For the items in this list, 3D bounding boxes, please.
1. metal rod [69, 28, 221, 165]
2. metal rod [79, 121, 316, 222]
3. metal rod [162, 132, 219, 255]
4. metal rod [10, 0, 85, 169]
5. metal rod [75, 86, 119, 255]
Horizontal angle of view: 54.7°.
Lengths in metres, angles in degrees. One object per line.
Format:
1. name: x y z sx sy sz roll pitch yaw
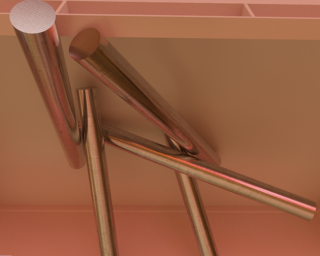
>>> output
1. metal rod: 0.014 -0.003 0.328 0.025 0.025 0.300 -22 151 17
2. metal rod: 0.037 0.047 0.385 0.301 0.025 0.025 20 130 8
3. metal rod: 0.056 0.134 0.427 0.025 0.025 0.298 -15 98 12
4. metal rod: -0.097 -0.008 0.315 0.025 0.025 0.299 8 157 -7
5. metal rod: -0.075 0.096 0.402 0.025 0.025 0.298 -4 106 3
